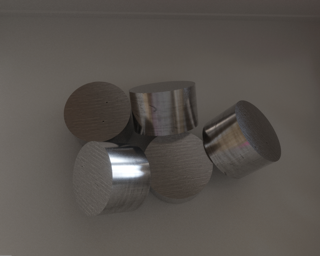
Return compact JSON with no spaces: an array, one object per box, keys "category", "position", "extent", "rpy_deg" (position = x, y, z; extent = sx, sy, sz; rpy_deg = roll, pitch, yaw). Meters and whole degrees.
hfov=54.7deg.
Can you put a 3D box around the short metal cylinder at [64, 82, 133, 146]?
[{"category":"short metal cylinder","position":[-0.076,-0.012,0.397],"extent":[0.081,0.050,0.080],"rpy_deg":[0,70,0]}]

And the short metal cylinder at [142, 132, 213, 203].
[{"category":"short metal cylinder","position":[0.020,0.049,0.377],"extent":[0.081,0.050,0.080],"rpy_deg":[0,70,0]}]

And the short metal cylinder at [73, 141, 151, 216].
[{"category":"short metal cylinder","position":[-0.056,0.056,0.351],"extent":[0.050,0.080,0.080],"rpy_deg":[7,63,-43]}]

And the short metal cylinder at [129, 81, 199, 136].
[{"category":"short metal cylinder","position":[0.005,-0.026,0.381],"extent":[0.081,0.080,0.050],"rpy_deg":[-8,106,-3]}]

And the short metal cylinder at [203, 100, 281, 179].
[{"category":"short metal cylinder","position":[0.097,0.014,0.369],"extent":[0.080,0.050,0.080],"rpy_deg":[27,44,-30]}]
